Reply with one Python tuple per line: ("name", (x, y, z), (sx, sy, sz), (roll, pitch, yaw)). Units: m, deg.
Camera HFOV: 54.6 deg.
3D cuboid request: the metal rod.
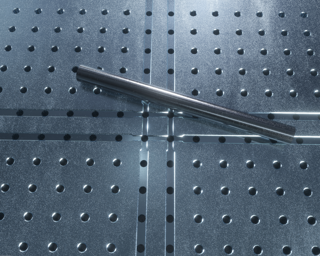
("metal rod", (0.030, -0.034, 0.424), (0.301, 0.025, 0.025), (17, 71, 6))
